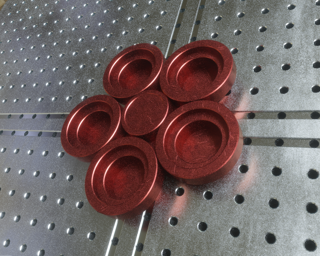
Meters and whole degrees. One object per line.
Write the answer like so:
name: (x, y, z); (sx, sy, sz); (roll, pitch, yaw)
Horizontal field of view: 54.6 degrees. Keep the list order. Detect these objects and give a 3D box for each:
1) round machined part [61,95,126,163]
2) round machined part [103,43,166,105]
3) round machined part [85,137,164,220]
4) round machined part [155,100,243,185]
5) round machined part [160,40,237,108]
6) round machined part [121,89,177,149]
round machined part: (-0.088, 0.004, 0.441); (0.098, 0.042, 0.098); (-13, 56, 21)
round machined part: (-0.032, -0.075, 0.461); (0.098, 0.042, 0.098); (-13, 56, 21)
round machined part: (-0.039, 0.063, 0.379); (0.098, 0.042, 0.098); (-13, 56, 21)
round machined part: (0.047, 0.020, 0.361); (0.098, 0.042, 0.098); (-13, 56, 21)
round machined part: (0.052, -0.065, 0.410); (0.098, 0.042, 0.098); (-13, 56, 21)
round machined part: (-0.012, -0.011, 0.411); (0.098, 0.042, 0.098); (-13, 56, 21)
